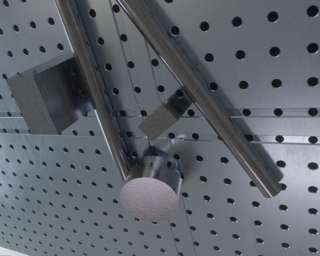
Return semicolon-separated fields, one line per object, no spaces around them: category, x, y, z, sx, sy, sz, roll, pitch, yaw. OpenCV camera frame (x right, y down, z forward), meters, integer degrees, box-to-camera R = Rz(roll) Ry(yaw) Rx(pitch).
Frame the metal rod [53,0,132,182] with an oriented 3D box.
metal rod;-0.088;-0.054;0.424;0.025;0.025;0.298;-2;118;29

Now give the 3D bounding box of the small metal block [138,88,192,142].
small metal block;0.007;-0.017;0.381;0.025;0.050;0.050;47;129;-4

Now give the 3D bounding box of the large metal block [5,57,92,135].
large metal block;-0.146;-0.045;0.424;0.050;0.080;0.080;-1;118;29

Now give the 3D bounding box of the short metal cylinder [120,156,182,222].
short metal cylinder;-0.011;0.087;0.442;0.080;0.050;0.079;4;120;8

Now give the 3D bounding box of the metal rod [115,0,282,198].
metal rod;0.049;-0.037;0.362;0.025;0.025;0.300;-31;101;38
